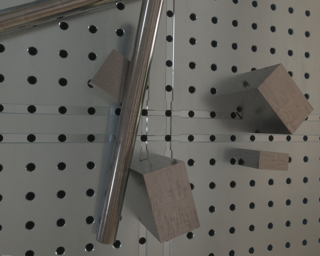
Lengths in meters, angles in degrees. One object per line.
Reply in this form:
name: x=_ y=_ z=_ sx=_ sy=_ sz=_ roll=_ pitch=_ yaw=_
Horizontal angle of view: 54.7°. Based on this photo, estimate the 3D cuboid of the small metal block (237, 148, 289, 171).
small metal block: x=0.151 y=0.046 z=0.455 sx=0.050 sy=0.050 sz=0.025 roll=6 pitch=88 yaw=-20

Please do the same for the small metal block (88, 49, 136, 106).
small metal block: x=-0.054 y=-0.062 z=0.392 sx=0.050 sy=0.025 sz=0.050 roll=35 pitch=79 yaw=-17

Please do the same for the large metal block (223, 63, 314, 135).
large metal block: x=0.151 y=-0.038 z=0.439 sx=0.050 sy=0.080 sz=0.080 roll=-45 pitch=104 yaw=-14

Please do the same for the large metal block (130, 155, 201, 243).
large metal block: x=0.001 y=0.082 z=0.384 sx=0.050 sy=0.080 sz=0.080 roll=-16 pitch=96 yaw=-19

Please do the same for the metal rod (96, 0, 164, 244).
metal rod: x=-0.038 y=-0.006 z=0.376 sx=0.025 sy=0.025 sz=0.298 roll=10 pitch=95 yaw=-20

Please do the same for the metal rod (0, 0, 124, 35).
metal rod: x=-0.086 y=-0.159 z=0.380 sx=0.302 sy=0.025 sz=0.025 roll=-24 pitch=98 yaw=-19
